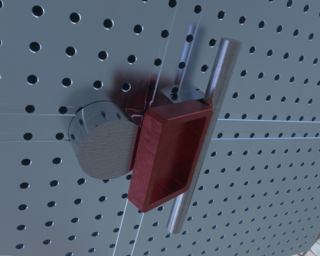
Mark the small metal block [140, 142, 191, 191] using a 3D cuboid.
[{"bbox_3d":[0.009,0.057,0.452,0.050,0.025,0.050,-43,130,1],"label":"small metal block"}]

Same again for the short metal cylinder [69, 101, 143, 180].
[{"bbox_3d":[-0.063,0.014,0.370,0.081,0.050,0.079,-14,125,-21],"label":"short metal cylinder"}]

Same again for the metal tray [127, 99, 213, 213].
[{"bbox_3d":[0.012,0.034,0.386,0.091,0.030,0.129,-15,127,-44],"label":"metal tray"}]

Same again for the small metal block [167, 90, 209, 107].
[{"bbox_3d":[0.037,-0.020,0.421,0.050,0.025,0.050,-14,125,-21],"label":"small metal block"}]

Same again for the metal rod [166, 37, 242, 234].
[{"bbox_3d":[0.053,0.028,0.426,0.025,0.025,0.298,-1,119,-28],"label":"metal rod"}]
